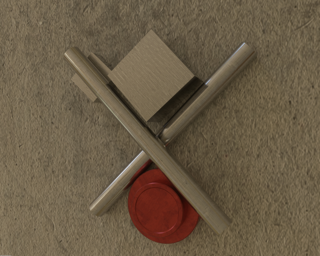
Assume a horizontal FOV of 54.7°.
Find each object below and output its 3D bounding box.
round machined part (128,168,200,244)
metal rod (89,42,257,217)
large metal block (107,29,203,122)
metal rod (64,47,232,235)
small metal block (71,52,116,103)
[{"bbox_3d":[0.003,0.101,0.399,0.098,0.042,0.097,0,90,19],"label":"round machined part"},{"bbox_3d":[0.009,0.010,0.408,0.025,0.025,0.299,46,104,14],"label":"metal rod"},{"bbox_3d":[-0.005,-0.064,0.399,0.080,0.050,0.080,-43,77,14],"label":"large metal block"},{"bbox_3d":[-0.024,0.007,0.391,0.025,0.025,0.300,-45,77,14],"label":"metal rod"},{"bbox_3d":[-0.089,-0.071,0.442,0.050,0.025,0.050,45,103,14],"label":"small metal block"}]
